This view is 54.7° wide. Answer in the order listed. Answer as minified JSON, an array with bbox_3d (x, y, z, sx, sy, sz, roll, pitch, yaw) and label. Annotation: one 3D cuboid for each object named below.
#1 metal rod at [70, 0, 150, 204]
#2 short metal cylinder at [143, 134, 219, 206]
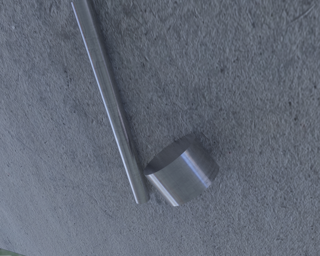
[{"bbox_3d":[-0.060,-0.019,0.426,0.025,0.025,0.298,0,119,28],"label":"metal rod"},{"bbox_3d":[0.026,0.051,0.389,0.080,0.080,0.050,-30,102,38],"label":"short metal cylinder"}]
